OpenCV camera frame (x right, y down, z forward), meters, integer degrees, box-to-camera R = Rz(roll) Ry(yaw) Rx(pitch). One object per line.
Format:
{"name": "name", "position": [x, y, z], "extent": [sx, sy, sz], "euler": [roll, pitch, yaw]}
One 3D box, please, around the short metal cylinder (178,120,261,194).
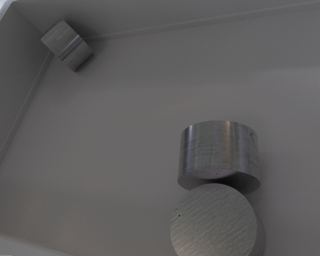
{"name": "short metal cylinder", "position": [0.060, 0.034, 0.318], "extent": [0.080, 0.080, 0.050], "euler": [-8, 58, 24]}

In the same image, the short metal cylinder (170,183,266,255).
{"name": "short metal cylinder", "position": [0.057, 0.100, 0.299], "extent": [0.080, 0.050, 0.080], "euler": [-13, 56, 21]}

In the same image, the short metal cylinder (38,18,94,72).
{"name": "short metal cylinder", "position": [-0.164, -0.145, 0.546], "extent": [0.050, 0.080, 0.080], "euler": [-45, 51, -3]}
